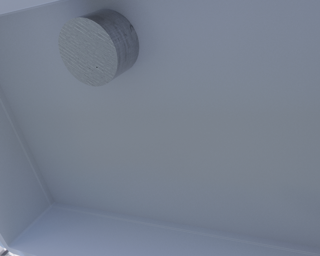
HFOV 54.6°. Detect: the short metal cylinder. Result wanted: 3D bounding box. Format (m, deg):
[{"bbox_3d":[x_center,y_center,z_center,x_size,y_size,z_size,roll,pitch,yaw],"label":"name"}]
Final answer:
[{"bbox_3d":[-0.072,-0.096,0.372,0.080,0.050,0.080,13,124,21],"label":"short metal cylinder"}]
